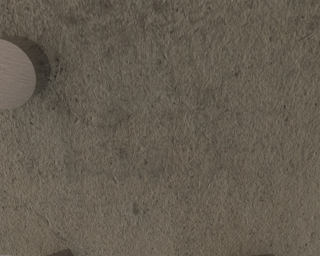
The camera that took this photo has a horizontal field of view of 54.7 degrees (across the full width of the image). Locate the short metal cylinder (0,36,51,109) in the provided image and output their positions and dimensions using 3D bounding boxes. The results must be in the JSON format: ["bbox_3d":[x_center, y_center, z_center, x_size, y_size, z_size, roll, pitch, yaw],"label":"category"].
[{"bbox_3d":[-0.179,-0.068,0.370,0.081,0.050,0.079,0,110,0],"label":"short metal cylinder"}]

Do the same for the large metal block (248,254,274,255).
[{"bbox_3d":[0.147,0.252,0.491,0.080,0.050,0.079,-5,110,1],"label":"large metal block"}]

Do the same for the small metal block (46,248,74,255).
[{"bbox_3d":[-0.163,0.219,0.476,0.050,0.050,0.025,-20,109,7],"label":"small metal block"}]
